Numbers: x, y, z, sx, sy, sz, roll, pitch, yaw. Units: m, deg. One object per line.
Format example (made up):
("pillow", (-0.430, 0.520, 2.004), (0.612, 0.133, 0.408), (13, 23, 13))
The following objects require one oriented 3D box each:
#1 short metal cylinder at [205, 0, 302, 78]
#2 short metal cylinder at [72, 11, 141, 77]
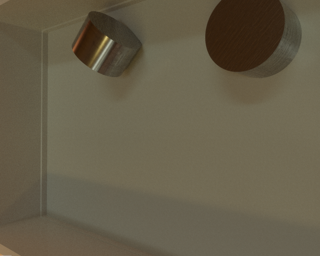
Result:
("short metal cylinder", (0.094, -0.093, 0.313), (0.080, 0.050, 0.080), (0, 90, 40))
("short metal cylinder", (-0.074, -0.117, 0.433), (0.050, 0.081, 0.080), (-50, 61, 28))
